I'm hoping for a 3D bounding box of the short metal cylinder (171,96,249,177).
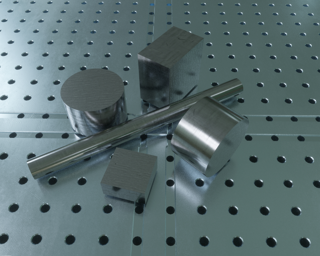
[{"bbox_3d":[0.058,0.010,0.359,0.050,0.080,0.080,36,59,26],"label":"short metal cylinder"}]

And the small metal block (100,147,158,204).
[{"bbox_3d":[-0.034,0.054,0.357,0.050,0.025,0.050,12,51,9],"label":"small metal block"}]

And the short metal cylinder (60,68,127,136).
[{"bbox_3d":[-0.086,-0.035,0.415,0.081,0.050,0.080,0,50,0],"label":"short metal cylinder"}]

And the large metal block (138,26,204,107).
[{"bbox_3d":[0.016,-0.083,0.437,0.050,0.080,0.080,29,56,22],"label":"large metal block"}]

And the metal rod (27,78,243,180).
[{"bbox_3d":[-0.018,-0.006,0.408,0.302,0.025,0.025,-23,54,-18],"label":"metal rod"}]
